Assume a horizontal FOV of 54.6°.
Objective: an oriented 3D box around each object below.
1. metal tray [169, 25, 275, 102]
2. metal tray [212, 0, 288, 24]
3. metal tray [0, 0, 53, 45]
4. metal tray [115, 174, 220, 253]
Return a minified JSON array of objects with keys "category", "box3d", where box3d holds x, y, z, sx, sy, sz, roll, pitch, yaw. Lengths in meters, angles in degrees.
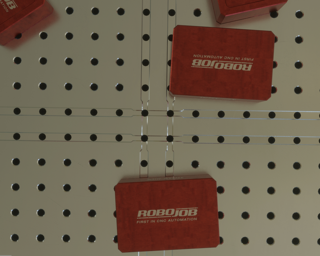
[{"category":"metal tray","box3d":[0.080,-0.084,0.411,0.131,0.030,0.090,4,90,0]},{"category":"metal tray","box3d":[0.108,-0.215,0.411,0.090,0.030,0.129,-13,90,0]},{"category":"metal tray","box3d":[-0.218,-0.189,0.409,0.090,0.030,0.130,-34,90,0]},{"category":"metal tray","box3d":[0.009,0.112,0.411,0.131,0.030,0.090,-3,90,0]}]
